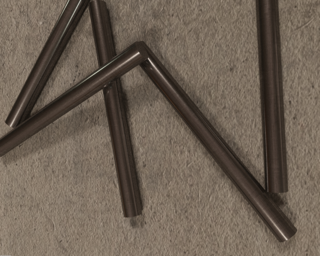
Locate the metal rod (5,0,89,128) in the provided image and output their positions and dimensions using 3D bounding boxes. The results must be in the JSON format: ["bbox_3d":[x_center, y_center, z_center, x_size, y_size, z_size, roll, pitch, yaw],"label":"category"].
[{"bbox_3d":[-0.153,-0.130,0.461,0.025,0.025,0.299,35,101,16],"label":"metal rod"}]

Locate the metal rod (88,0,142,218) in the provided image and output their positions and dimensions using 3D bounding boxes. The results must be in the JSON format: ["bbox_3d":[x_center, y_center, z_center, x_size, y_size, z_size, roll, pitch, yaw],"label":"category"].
[{"bbox_3d":[-0.063,-0.029,0.429,0.025,0.025,0.298,-11,86,19],"label":"metal rod"}]

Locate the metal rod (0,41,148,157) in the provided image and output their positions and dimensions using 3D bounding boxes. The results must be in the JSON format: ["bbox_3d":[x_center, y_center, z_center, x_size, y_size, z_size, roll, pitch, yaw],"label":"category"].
[{"bbox_3d":[-0.143,-0.030,0.439,0.300,0.025,0.025,-29,81,24],"label":"metal rod"}]

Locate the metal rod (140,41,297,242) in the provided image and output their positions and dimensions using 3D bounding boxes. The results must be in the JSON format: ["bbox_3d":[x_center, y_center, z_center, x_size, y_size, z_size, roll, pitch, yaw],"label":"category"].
[{"bbox_3d":[0.058,0.008,0.387,0.025,0.025,0.299,-41,78,15],"label":"metal rod"}]

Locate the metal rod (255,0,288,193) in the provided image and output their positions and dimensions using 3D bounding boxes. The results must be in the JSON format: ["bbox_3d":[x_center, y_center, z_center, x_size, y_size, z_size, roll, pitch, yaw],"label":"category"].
[{"bbox_3d":[0.129,-0.076,0.363,0.025,0.025,0.298,-3,89,19],"label":"metal rod"}]
